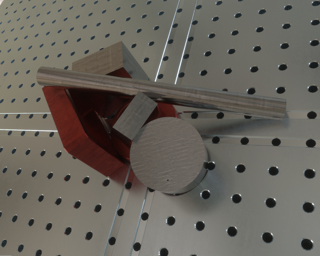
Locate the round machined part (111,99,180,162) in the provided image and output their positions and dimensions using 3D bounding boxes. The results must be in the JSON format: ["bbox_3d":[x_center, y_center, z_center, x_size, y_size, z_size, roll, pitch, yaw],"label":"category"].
[{"bbox_3d":[-0.024,-0.003,0.414,0.098,0.042,0.098,-13,56,20],"label":"round machined part"}]

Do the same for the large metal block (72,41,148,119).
[{"bbox_3d":[-0.069,-0.066,0.446,0.080,0.080,0.050,-19,55,16],"label":"large metal block"}]

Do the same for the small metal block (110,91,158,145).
[{"bbox_3d":[-0.031,-0.010,0.357,0.025,0.050,0.050,35,76,-5],"label":"small metal block"}]

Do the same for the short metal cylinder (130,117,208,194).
[{"bbox_3d":[0.012,0.033,0.349,0.080,0.050,0.080,-3,74,12],"label":"short metal cylinder"}]

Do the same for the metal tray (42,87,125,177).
[{"bbox_3d":[-0.105,-0.003,0.421,0.030,0.090,0.130,-38,51,3],"label":"metal tray"}]

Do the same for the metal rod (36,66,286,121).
[{"bbox_3d":[-0.007,-0.044,0.376,0.301,0.025,0.025,9,65,10],"label":"metal rod"}]
